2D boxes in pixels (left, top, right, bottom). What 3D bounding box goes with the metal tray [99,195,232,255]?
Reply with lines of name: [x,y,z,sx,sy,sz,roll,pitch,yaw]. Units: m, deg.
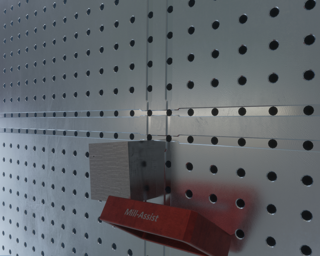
metal tray: [0.005,0.116,0.361,0.130,0.090,0.030,-2,58,40]

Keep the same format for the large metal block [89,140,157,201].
large metal block: [-0.054,0.059,0.437,0.080,0.050,0.080,-5,87,40]
